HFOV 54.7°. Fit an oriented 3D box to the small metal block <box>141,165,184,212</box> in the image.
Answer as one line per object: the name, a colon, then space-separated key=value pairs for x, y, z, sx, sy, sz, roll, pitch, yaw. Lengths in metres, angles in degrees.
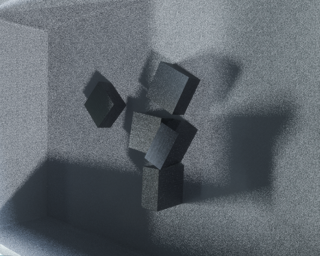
small metal block: x=0.004 y=0.072 z=0.387 sx=0.025 sy=0.050 sz=0.050 roll=4 pitch=93 yaw=40

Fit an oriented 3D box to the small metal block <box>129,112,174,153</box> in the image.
small metal block: x=-0.013 y=0.007 z=0.417 sx=0.050 sy=0.025 sz=0.050 roll=15 pitch=99 yaw=39

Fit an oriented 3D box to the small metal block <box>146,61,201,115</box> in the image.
small metal block: x=0.016 y=-0.051 z=0.394 sx=0.050 sy=0.025 sz=0.050 roll=37 pitch=113 yaw=33

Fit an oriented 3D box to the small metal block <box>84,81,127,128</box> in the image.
small metal block: x=-0.085 y=-0.035 z=0.477 sx=0.050 sy=0.025 sz=0.050 roll=-50 pitch=61 yaw=28

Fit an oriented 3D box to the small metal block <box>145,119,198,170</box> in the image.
small metal block: x=0.015 y=0.019 z=0.377 sx=0.025 sy=0.050 sz=0.050 roll=35 pitch=112 yaw=24
